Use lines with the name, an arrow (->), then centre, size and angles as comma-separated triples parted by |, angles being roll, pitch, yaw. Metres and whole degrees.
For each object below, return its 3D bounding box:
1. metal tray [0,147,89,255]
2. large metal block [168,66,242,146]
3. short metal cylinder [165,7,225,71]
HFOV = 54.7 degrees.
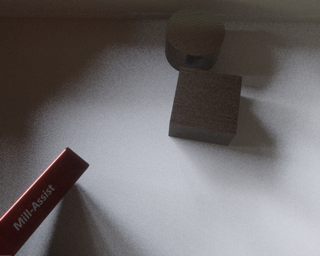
metal tray -> -0.136, 0.086, 0.324 | 0.030, 0.090, 0.130 | 42, 58, -9
large metal block -> 0.058, -0.028, 0.407 | 0.080, 0.050, 0.080 | 10, 70, 3
short metal cylinder -> 0.048, -0.124, 0.442 | 0.081, 0.050, 0.080 | 0, 70, 0
